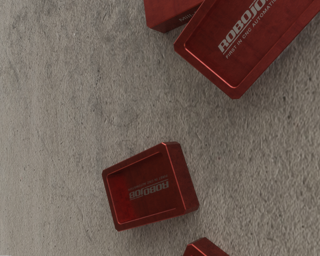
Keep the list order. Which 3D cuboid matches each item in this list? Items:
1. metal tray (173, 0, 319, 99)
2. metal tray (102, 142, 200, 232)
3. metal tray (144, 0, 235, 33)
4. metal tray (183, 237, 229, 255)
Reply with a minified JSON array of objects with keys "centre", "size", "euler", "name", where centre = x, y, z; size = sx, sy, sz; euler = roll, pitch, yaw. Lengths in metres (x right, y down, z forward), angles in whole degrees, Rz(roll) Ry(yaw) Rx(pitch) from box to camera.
[{"centre":[0.086,-0.105,0.308],"size":[0.090,0.030,0.129],"euler":[42,118,6],"name":"metal tray"},{"centre":[-0.018,0.081,0.416],"size":[0.130,0.030,0.090],"euler":[-27,73,36],"name":"metal tray"},{"centre":[0.036,-0.180,0.372],"size":[0.130,0.030,0.090],"euler":[-12,82,39],"name":"metal tray"},{"centre":[0.054,0.207,0.357],"size":[0.090,0.030,0.129],"euler":[30,109,36],"name":"metal tray"}]
